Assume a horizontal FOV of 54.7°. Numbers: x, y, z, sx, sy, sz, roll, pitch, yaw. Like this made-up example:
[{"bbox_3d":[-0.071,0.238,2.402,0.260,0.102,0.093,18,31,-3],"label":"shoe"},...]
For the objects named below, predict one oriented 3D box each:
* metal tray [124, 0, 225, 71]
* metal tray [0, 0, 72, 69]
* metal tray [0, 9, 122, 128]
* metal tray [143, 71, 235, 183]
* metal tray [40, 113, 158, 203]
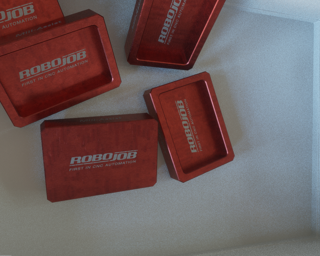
[{"bbox_3d":[0.016,-0.129,0.366,0.091,0.129,0.030,2,52,-21],"label":"metal tray"},{"bbox_3d":[-0.173,-0.113,0.331,0.131,0.030,0.090,-27,116,-18],"label":"metal tray"},{"bbox_3d":[-0.116,-0.067,0.343,0.131,0.030,0.089,-26,129,-18],"label":"metal tray"},{"bbox_3d":[0.041,-0.002,0.424,0.091,0.030,0.129,-21,97,-19],"label":"metal tray"},{"bbox_3d":[-0.069,0.033,0.370,0.131,0.030,0.089,-5,109,-20],"label":"metal tray"}]
